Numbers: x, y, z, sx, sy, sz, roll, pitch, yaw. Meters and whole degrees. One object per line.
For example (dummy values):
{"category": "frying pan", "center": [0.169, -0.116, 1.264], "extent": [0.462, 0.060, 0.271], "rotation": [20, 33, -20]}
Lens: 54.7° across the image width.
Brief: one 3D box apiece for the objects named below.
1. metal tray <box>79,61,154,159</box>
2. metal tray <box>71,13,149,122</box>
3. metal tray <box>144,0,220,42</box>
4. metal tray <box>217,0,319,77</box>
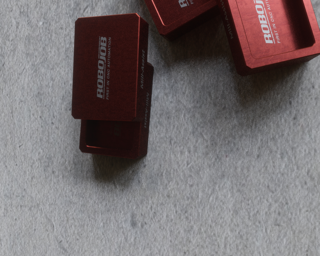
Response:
{"category": "metal tray", "center": [-0.060, -0.027, 0.426], "extent": [0.090, 0.030, 0.129], "rotation": [5, 92, 19]}
{"category": "metal tray", "center": [-0.064, -0.074, 0.395], "extent": [0.090, 0.030, 0.129], "rotation": [3, 91, 19]}
{"category": "metal tray", "center": [0.020, -0.191, 0.398], "extent": [0.090, 0.030, 0.129], "rotation": [-26, 82, 17]}
{"category": "metal tray", "center": [0.118, -0.131, 0.346], "extent": [0.091, 0.030, 0.129], "rotation": [-14, 85, -5]}
